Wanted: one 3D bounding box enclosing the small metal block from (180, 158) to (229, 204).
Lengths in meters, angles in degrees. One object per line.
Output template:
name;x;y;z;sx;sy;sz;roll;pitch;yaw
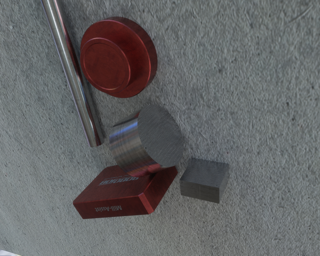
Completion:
small metal block;0.059;0.066;0.400;0.050;0.050;0.025;8;122;24

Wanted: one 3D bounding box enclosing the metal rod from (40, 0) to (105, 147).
metal rod;-0.123;-0.108;0.402;0.025;0.025;0.298;3;120;26

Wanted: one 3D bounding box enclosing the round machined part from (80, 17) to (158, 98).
round machined part;-0.056;-0.080;0.374;0.098;0.042;0.097;13;124;20

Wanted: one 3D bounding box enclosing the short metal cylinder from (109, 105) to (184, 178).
short metal cylinder;-0.016;0.017;0.389;0.050;0.080;0.080;-26;105;37

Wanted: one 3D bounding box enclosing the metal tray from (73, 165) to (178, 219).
metal tray;-0.049;0.085;0.441;0.130;0.090;0.030;-15;111;34
